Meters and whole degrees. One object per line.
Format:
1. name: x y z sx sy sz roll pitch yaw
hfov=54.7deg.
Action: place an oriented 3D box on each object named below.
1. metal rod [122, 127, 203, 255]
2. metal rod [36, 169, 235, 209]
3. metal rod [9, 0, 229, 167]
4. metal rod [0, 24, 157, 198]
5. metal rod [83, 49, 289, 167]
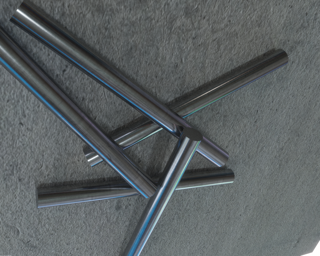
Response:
1. metal rod: -0.011 0.122 0.440 0.025 0.025 0.298 2 129 -29
2. metal rod: -0.017 0.083 0.448 0.303 0.025 0.025 -1 119 -28
3. metal rod: -0.020 -0.031 0.351 0.301 0.025 0.025 35 99 -31
4. metal rod: -0.094 -0.017 0.323 0.025 0.025 0.300 -40 123 -1
5. metal rod: 0.042 -0.032 0.409 0.302 0.025 0.025 -28 128 -11
